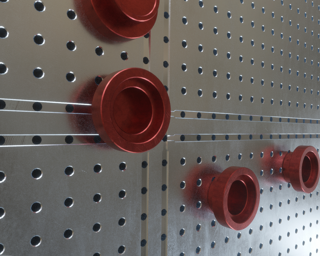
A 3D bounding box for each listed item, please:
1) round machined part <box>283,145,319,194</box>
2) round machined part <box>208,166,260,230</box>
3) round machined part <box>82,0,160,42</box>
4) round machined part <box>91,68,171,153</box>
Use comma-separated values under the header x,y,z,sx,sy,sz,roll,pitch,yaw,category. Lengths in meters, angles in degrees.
x,y,z,sx,sy,sz,roll,pitch,yaw,category
0.294,0.085,0.649,0.099,0.042,0.097,0,90,-40,round machined part
0.115,0.110,0.498,0.099,0.042,0.097,0,90,-40,round machined part
-0.039,-0.156,0.367,0.099,0.042,0.097,0,90,-40,round machined part
-0.037,-0.020,0.368,0.099,0.042,0.097,0,90,-40,round machined part
